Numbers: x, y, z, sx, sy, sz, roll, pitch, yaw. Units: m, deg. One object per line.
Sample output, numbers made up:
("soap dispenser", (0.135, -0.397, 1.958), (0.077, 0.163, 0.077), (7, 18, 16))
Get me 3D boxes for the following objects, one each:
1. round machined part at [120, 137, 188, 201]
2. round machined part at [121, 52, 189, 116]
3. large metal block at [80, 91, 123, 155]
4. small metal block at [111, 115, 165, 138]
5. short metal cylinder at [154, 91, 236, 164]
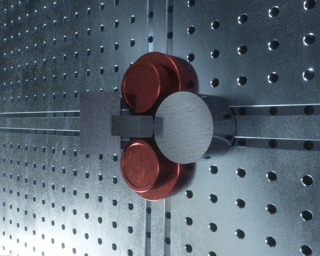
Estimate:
("round machined part", (-0.015, 0.048, 0.411), (0.098, 0.042, 0.097), (0, 90, 40))
("round machined part", (-0.013, -0.052, 0.410), (0.098, 0.042, 0.097), (0, 90, 40))
("large metal block", (-0.078, -0.007, 0.431), (0.050, 0.080, 0.080), (0, 90, -4))
("small metal block", (-0.024, -0.002, 0.385), (0.050, 0.050, 0.025), (2, 92, 40))
("short metal cylinder", (0.039, -0.001, 0.359), (0.080, 0.050, 0.080), (0, 90, 40))
